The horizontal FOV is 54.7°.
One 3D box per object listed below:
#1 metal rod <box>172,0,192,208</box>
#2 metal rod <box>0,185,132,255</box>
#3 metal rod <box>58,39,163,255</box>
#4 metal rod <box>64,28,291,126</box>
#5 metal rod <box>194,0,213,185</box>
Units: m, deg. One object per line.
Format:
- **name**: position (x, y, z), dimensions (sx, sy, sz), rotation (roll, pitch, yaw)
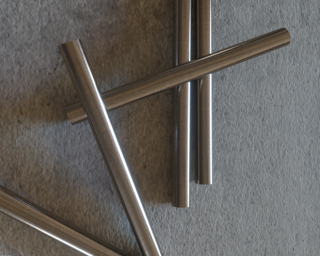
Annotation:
- **metal rod**: position (0.030, -0.044, 0.421), dimensions (0.025, 0.025, 0.298), rotation (1, 90, -20)
- **metal rod**: position (-0.142, 0.103, 0.356), dimensions (0.301, 0.025, 0.025), rotation (36, 79, -17)
- **metal rod**: position (-0.051, 0.045, 0.369), dimensions (0.025, 0.025, 0.298), rotation (-24, 106, -19)
- **metal rod**: position (0.030, -0.069, 0.394), dimensions (0.302, 0.025, 0.025), rotation (-21, 98, -9)
- **metal rod**: position (0.060, -0.072, 0.432), dimensions (0.025, 0.025, 0.298), rotation (0, 90, -20)
